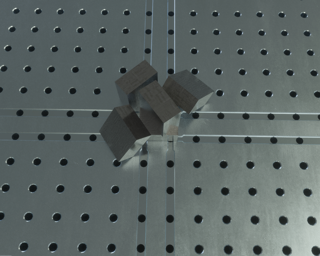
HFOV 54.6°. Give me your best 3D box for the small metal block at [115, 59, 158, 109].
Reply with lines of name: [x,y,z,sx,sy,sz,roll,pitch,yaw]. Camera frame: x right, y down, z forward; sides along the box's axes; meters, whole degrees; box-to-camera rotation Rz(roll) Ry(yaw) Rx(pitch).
small metal block: [-0.030,-0.057,0.419,0.050,0.050,0.025,-39,75,-13]

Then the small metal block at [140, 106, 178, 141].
small metal block: [-0.002,-0.010,0.415,0.050,0.025,0.050,1,70,-1]

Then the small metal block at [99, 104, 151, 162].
small metal block: [-0.045,0.007,0.393,0.025,0.050,0.050,-17,66,-46]

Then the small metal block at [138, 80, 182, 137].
small metal block: [-0.001,-0.023,0.380,0.025,0.050,0.050,-34,74,-12]

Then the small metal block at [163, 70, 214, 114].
small metal block: [0.037,-0.050,0.416,0.050,0.025,0.050,41,35,13]
